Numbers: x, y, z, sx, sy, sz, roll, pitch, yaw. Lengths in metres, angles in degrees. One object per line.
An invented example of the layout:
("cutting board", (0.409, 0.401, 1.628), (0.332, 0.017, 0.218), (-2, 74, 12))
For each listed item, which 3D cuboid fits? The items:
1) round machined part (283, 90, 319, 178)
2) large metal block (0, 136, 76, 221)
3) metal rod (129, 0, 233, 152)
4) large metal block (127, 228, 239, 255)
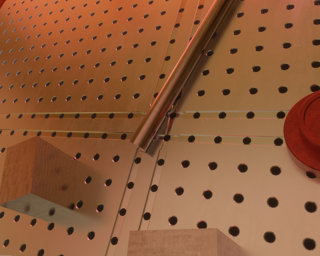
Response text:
("round machined part", (0.174, 0.000, 0.306), (0.098, 0.042, 0.098), (-13, 56, 21))
("large metal block", (-0.159, 0.069, 0.414), (0.050, 0.080, 0.080), (-21, 54, 16))
("metal rod", (0.043, -0.100, 0.447), (0.025, 0.025, 0.300), (19, 72, 35))
("large metal block", (0.024, 0.127, 0.282), (0.080, 0.080, 0.050), (-10, 58, 23))
